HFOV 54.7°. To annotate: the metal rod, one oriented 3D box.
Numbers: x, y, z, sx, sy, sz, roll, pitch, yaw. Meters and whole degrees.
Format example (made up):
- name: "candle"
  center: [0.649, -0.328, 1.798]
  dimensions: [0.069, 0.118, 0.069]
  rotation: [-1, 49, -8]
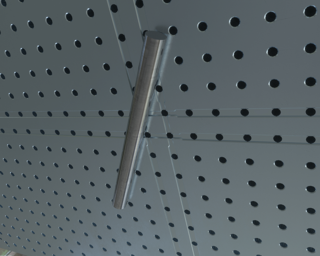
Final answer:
- name: "metal rod"
  center: [-0.036, 0.012, 0.435]
  dimensions: [0.025, 0.025, 0.298]
  rotation: [25, 127, 12]
